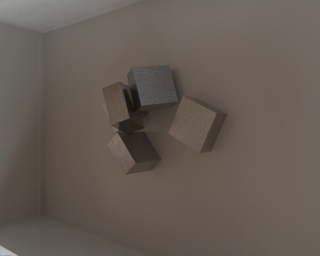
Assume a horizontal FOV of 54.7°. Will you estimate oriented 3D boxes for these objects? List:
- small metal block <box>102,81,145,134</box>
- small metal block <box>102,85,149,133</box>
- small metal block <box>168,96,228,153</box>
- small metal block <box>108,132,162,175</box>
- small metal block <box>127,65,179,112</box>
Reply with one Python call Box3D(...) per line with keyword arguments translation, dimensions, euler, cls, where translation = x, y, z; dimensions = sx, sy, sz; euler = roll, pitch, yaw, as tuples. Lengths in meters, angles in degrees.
Box3D(translation=(-0.046, -0.024, 0.393), dimensions=(0.025, 0.050, 0.050), euler=(-20, 72, 13), cls="small metal block")
Box3D(translation=(-0.051, -0.027, 0.446), dimensions=(0.050, 0.025, 0.050), euler=(-40, 66, 32), cls="small metal block")
Box3D(translation=(0.044, -0.005, 0.369), dimensions=(0.050, 0.025, 0.050), euler=(32, 110, 35), cls="small metal block")
Box3D(translation=(-0.034, 0.032, 0.416), dimensions=(0.025, 0.050, 0.050), euler=(-48, 62, 29), cls="small metal block")
Box3D(translation=(-0.010, -0.050, 0.393), dimensions=(0.025, 0.050, 0.050), euler=(145, 114, -63), cls="small metal block")
